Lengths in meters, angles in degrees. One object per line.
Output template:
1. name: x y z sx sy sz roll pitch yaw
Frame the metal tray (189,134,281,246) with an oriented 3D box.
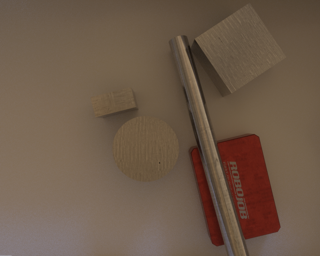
1. metal tray: 0.097 0.080 0.410 0.091 0.030 0.129 -13 90 -1

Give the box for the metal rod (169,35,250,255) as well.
1. metal rod: 0.061 0.029 0.380 0.025 0.025 0.298 -15 82 0

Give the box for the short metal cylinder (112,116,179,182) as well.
1. short metal cylinder: -0.017 0.025 0.399 0.081 0.050 0.079 0 90 -1

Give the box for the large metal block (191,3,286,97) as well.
1. large metal block: 0.098 -0.097 0.400 0.080 0.050 0.080 -34 90 0

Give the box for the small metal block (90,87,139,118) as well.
1. small metal block: -0.057 -0.031 0.398 0.050 0.050 0.025 -14 90 0
